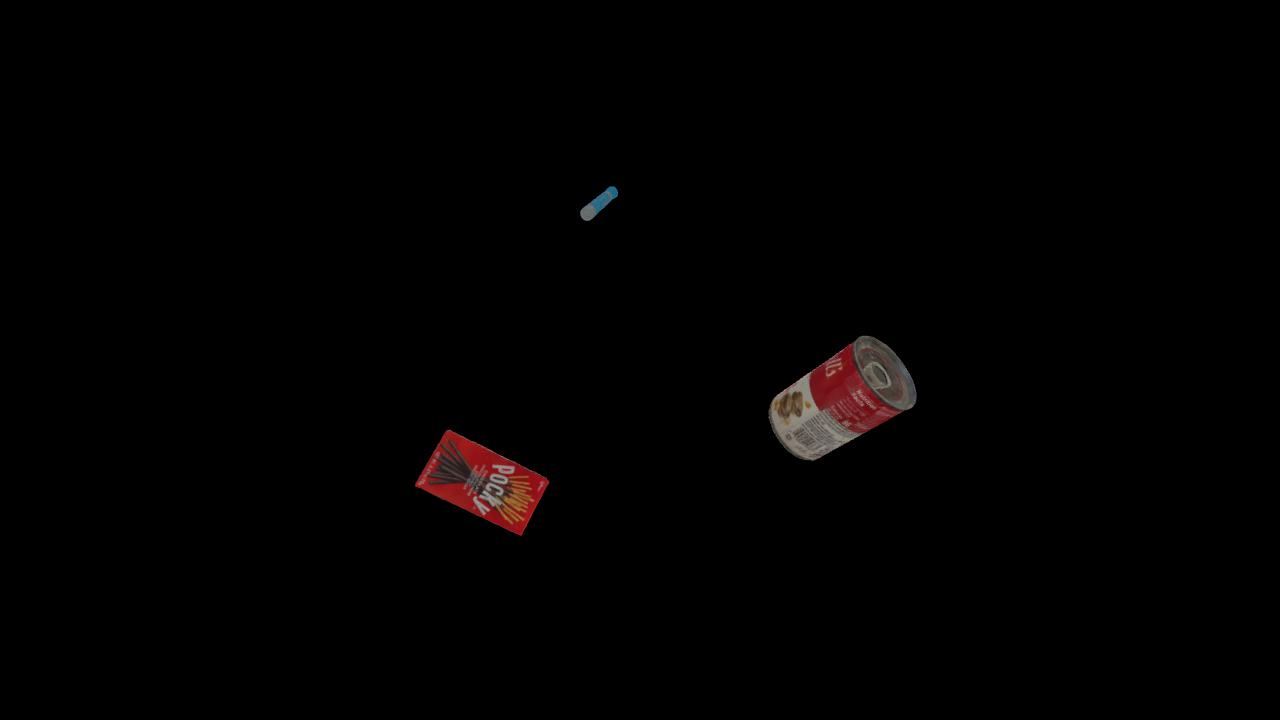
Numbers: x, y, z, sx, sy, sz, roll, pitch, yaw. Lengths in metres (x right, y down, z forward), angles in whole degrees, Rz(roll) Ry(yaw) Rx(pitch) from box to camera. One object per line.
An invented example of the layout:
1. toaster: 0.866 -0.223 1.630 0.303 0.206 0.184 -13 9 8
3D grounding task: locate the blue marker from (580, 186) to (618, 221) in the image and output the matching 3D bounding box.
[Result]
1. blue marker: -0.057 -0.227 0.887 0.020 0.020 0.121 0 29 18

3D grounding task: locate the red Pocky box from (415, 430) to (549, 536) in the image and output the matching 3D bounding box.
1. red Pocky box: -0.206 0.162 0.815 0.155 0.083 0.028 29 -13 -12

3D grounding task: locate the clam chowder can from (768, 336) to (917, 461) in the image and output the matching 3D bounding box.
1. clam chowder can: 0.166 0.035 0.515 0.068 0.068 0.102 0 -31 -38
